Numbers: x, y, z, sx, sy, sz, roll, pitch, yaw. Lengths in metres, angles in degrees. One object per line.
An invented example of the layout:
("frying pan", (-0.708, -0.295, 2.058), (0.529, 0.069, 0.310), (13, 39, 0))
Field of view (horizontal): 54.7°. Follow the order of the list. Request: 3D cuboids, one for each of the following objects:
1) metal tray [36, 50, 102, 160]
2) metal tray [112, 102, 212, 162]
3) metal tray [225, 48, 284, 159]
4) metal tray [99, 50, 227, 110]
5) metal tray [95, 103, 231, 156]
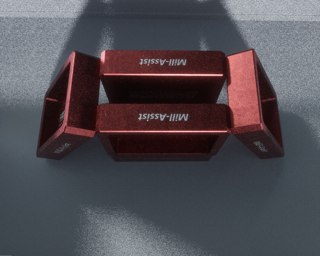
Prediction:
("metal tray", (-0.109, -0.019, 0.360), (0.030, 0.130, 0.090), (12, 68, -30))
("metal tray", (0.002, -0.003, 0.407), (0.131, 0.030, 0.090), (0, 70, -1))
("metal tray", (0.114, -0.021, 0.362), (0.030, 0.130, 0.090), (-11, 68, 28))
("metal tray", (0.003, -0.052, 0.360), (0.131, 0.090, 0.030), (0, 70, 0))
("metal tray", (0.003, 0.005, 0.340), (0.131, 0.090, 0.030), (0, 70, -1))
